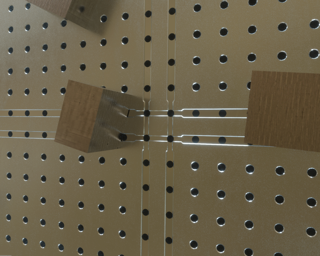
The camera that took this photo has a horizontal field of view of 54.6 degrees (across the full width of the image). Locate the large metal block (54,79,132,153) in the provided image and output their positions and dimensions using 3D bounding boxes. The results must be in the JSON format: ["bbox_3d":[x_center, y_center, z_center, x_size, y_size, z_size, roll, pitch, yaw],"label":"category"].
[{"bbox_3d":[-0.086,-0.015,0.414,0.050,0.080,0.080,17,96,19],"label":"large metal block"}]

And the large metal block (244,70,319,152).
[{"bbox_3d":[0.142,-0.019,0.349,0.080,0.050,0.080,7,92,20],"label":"large metal block"}]

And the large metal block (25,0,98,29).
[{"bbox_3d":[-0.137,-0.202,0.448,0.080,0.050,0.080,28,99,18],"label":"large metal block"}]
